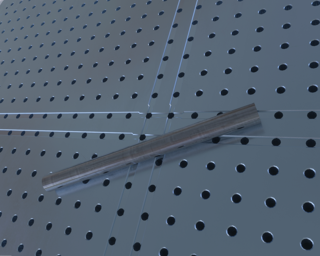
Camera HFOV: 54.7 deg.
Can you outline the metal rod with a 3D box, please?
[{"bbox_3d":[-0.023,0.031,0.400,0.301,0.025,0.025,-19,54,16],"label":"metal rod"}]
